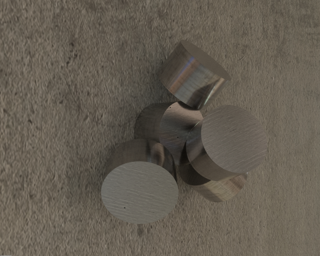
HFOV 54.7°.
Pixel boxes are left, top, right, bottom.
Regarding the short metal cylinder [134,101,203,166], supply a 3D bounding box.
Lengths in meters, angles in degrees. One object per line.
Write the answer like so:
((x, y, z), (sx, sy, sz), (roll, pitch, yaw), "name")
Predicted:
((0.013, 0.006, 0.401), (0.081, 0.050, 0.080), (0, 89, -40), "short metal cylinder")

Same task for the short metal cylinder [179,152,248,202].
((0.074, 0.056, 0.432), (0.050, 0.080, 0.080), (42, 64, -32), "short metal cylinder")

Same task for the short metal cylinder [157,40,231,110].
((0.044, -0.068, 0.399), (0.080, 0.080, 0.050), (17, 122, -39), "short metal cylinder")

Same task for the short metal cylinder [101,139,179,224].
((-0.021, 0.059, 0.345), (0.081, 0.050, 0.079), (-1, 115, -1), "short metal cylinder")

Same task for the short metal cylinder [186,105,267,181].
((0.077, 0.019, 0.368), (0.081, 0.050, 0.080), (5, 69, -14), "short metal cylinder")
